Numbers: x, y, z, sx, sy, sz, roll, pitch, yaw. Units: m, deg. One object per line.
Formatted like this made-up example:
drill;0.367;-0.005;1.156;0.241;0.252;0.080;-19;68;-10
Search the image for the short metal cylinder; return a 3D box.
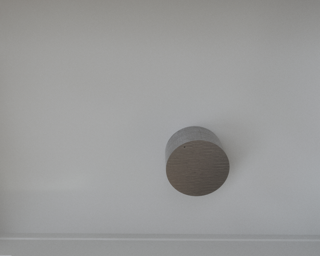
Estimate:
short metal cylinder;0.048;0.043;0.415;0.081;0.050;0.079;0;110;-1
